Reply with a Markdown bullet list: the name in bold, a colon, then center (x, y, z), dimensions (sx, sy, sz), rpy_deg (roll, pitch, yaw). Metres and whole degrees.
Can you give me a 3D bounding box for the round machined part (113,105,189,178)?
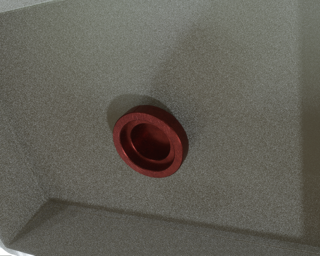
- **round machined part**: center (-0.008, 0.013, 0.404), dimensions (0.098, 0.042, 0.097), rpy_deg (13, 124, 20)
